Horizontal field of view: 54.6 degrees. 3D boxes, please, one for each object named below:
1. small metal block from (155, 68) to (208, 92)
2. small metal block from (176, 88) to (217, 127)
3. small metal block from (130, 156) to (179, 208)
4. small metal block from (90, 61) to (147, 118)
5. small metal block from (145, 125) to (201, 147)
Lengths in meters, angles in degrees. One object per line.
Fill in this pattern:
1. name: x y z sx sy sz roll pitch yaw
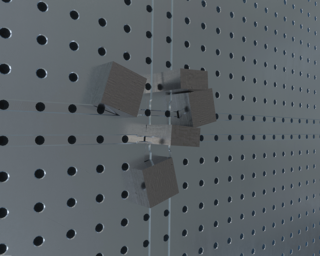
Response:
1. small metal block: 0.029 -0.062 0.415 0.050 0.050 0.025 -4 92 -40
2. small metal block: 0.054 -0.029 0.453 0.050 0.025 0.050 -15 100 -39
3. small metal block: -0.006 0.069 0.403 0.050 0.025 0.050 -19 102 -38
4. small metal block: -0.048 -0.044 0.368 0.050 0.025 0.050 23 76 -38
5. small metal block: 0.017 0.010 0.406 0.050 0.050 0.025 6 86 -40
